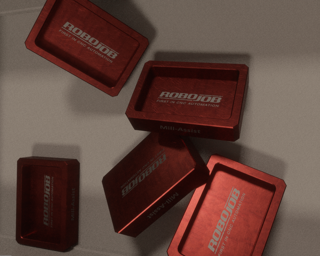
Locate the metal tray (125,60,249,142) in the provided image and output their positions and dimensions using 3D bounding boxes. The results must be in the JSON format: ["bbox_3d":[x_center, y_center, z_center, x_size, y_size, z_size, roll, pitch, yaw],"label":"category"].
[{"bbox_3d":[0.034,-0.036,0.371,0.130,0.030,0.090,7,59,19],"label":"metal tray"}]

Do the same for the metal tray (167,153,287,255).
[{"bbox_3d":[0.076,0.104,0.350,0.090,0.030,0.130,22,69,18],"label":"metal tray"}]

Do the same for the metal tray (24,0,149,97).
[{"bbox_3d":[-0.092,-0.111,0.404,0.131,0.030,0.090,30,102,-16],"label":"metal tray"}]

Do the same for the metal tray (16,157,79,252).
[{"bbox_3d":[-0.169,0.110,0.465,0.090,0.030,0.129,1,90,19],"label":"metal tray"}]

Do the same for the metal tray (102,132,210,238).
[{"bbox_3d":[-0.011,0.061,0.387,0.130,0.030,0.090,-43,43,14],"label":"metal tray"}]
